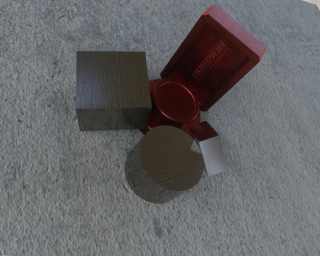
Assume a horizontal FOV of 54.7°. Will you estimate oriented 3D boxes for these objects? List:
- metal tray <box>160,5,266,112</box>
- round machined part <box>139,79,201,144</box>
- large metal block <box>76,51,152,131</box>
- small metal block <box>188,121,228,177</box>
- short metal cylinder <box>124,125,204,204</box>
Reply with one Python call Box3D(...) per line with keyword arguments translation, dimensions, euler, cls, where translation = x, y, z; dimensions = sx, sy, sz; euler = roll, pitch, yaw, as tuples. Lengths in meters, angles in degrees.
Box3D(translation=(0.067, -0.090, 0.429), dimensions=(0.090, 0.129, 0.030), euler=(39, 51, -2), cls="metal tray")
Box3D(translation=(0.013, -0.028, 0.421), dimensions=(0.099, 0.042, 0.098), euler=(14, 56, -21), cls="round machined part")
Box3D(translation=(-0.057, -0.044, 0.371), dimensions=(0.081, 0.050, 0.080), euler=(-2, 62, -10), cls="large metal block")
Box3D(translation=(0.060, 0.025, 0.394), dimensions=(0.025, 0.050, 0.050), euler=(-19, 113, -3), cls="small metal block")
Box3D(translation=(0.004, 0.044, 0.367), dimensions=(0.081, 0.050, 0.080), euler=(14, 56, -21), cls="short metal cylinder")
